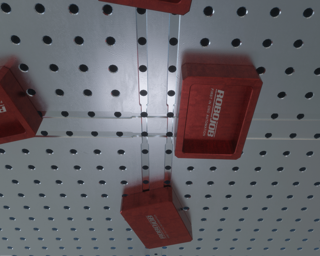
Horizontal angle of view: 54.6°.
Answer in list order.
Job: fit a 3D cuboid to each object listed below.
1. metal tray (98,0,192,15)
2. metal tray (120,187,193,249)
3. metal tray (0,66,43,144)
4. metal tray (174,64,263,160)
[{"bbox_3d":[-0.006,-0.171,0.262,0.091,0.030,0.129,7,130,-6],"label":"metal tray"},{"bbox_3d":[-0.003,0.162,0.546,0.090,0.030,0.130,-15,129,12],"label":"metal tray"},{"bbox_3d":[-0.231,-0.019,0.390,0.130,0.030,0.090,-11,129,9],"label":"metal tray"},{"bbox_3d":[0.068,-0.016,0.395,0.091,0.030,0.129,2,130,-2],"label":"metal tray"}]
